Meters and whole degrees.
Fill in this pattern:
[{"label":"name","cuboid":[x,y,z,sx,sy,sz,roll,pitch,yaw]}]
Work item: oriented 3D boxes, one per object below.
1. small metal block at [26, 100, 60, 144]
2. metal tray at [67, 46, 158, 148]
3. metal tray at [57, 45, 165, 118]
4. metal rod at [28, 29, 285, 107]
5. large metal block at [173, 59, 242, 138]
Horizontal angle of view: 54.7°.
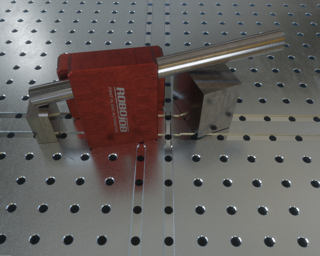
[{"label":"small metal block","cuboid":[-0.150,-0.016,0.402,0.025,0.050,0.050,-6,51,-6]},{"label":"metal tray","cuboid":[-0.049,-0.030,0.364,0.091,0.129,0.030,-7,51,-7]},{"label":"metal tray","cuboid":[-0.060,-0.059,0.413,0.131,0.089,0.030,-7,52,-6]},{"label":"metal rod","cuboid":[-0.004,-0.071,0.369,0.302,0.025,0.025,-13,51,1]},{"label":"large metal block","cuboid":[0.058,-0.048,0.412,0.050,0.080,0.080,-18,53,-15]}]
